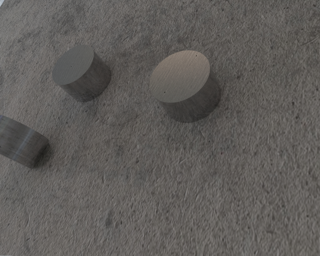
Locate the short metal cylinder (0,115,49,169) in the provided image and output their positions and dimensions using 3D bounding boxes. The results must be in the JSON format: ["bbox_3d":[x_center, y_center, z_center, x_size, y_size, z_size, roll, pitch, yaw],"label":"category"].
[{"bbox_3d":[-0.218,0.023,0.470,0.080,0.080,0.050,13,69,33],"label":"short metal cylinder"}]

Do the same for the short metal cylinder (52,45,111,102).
[{"bbox_3d":[-0.128,-0.090,0.510,0.080,0.050,0.080,-13,56,21],"label":"short metal cylinder"}]

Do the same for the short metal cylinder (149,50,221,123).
[{"bbox_3d":[0.034,-0.053,0.403,0.080,0.050,0.080,-13,56,21],"label":"short metal cylinder"}]
